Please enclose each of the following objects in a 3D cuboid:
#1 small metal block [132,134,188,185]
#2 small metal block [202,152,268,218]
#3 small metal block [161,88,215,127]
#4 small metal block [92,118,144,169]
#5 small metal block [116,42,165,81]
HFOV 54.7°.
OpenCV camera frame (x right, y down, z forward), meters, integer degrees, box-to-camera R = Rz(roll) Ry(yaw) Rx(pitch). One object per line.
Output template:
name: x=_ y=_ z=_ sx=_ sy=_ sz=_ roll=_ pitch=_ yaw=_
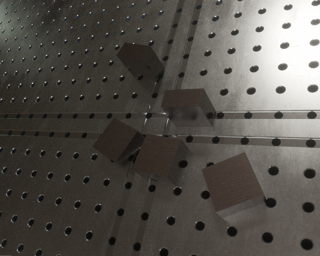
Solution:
small metal block: x=0.001 y=0.038 z=0.384 sx=0.050 sy=0.025 sz=0.050 roll=9 pitch=66 yaw=31
small metal block: x=0.078 y=0.061 z=0.329 sx=0.050 sy=0.025 sz=0.050 roll=-24 pitch=53 yaw=13
small metal block: x=0.036 y=-0.024 z=0.387 sx=0.050 sy=0.050 sz=0.025 roll=1 pitch=62 yaw=28
small metal block: x=-0.055 y=0.020 z=0.423 sx=0.050 sy=0.025 sz=0.050 roll=26 pitch=76 yaw=36
small metal block: x=-0.029 y=-0.100 z=0.467 sx=0.050 sy=0.050 sz=0.025 roll=18 pitch=72 yaw=34
